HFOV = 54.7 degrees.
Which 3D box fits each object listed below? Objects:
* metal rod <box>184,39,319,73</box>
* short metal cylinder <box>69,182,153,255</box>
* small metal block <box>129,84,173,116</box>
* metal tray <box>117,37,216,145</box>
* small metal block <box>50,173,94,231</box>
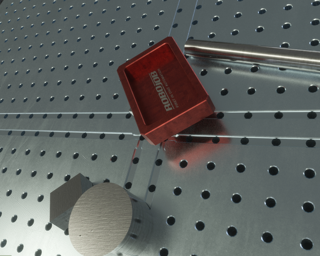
[{"bbox_3d":[0.162,-0.083,0.373,0.300,0.025,0.025,17,71,34],"label":"metal rod"},{"bbox_3d":[-0.055,0.108,0.353,0.080,0.050,0.080,-13,56,20],"label":"short metal cylinder"},{"bbox_3d":[-0.007,-0.034,0.431,0.050,0.025,0.050,15,69,33],"label":"small metal block"},{"bbox_3d":[0.003,-0.052,0.402,0.090,0.030,0.130,-30,52,8],"label":"metal tray"},{"bbox_3d":[-0.114,0.094,0.400,0.050,0.025,0.050,-34,36,5],"label":"small metal block"}]
